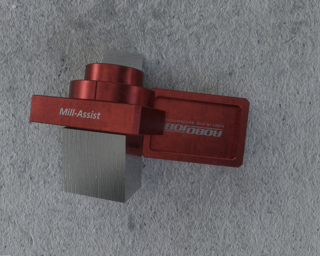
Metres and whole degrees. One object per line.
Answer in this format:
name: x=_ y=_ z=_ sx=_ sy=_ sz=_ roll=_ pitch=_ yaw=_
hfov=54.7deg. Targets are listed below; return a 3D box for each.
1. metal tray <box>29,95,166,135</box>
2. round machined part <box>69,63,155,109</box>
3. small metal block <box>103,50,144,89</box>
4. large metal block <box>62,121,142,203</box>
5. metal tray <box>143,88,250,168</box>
metal tray: x=-0.069 y=-0.014 z=0.361 sx=0.130 sy=0.090 sz=0.030 roll=7 pitch=91 yaw=18
round machined part: x=-0.054 y=-0.048 z=0.363 sx=0.099 sy=0.098 sz=0.042 roll=6 pitch=90 yaw=-1
small metal block: x=-0.049 y=-0.074 z=0.411 sx=0.050 sy=0.025 sz=0.050 roll=7 pitch=90 yaw=-1
large metal block: x=-0.069 y=0.038 z=0.379 sx=0.080 sy=0.050 sz=0.079 roll=6 pitch=103 yaw=17
metal tray: x=0.045 y=0.000 z=0.409 sx=0.131 sy=0.030 sz=0.089 roll=6 pitch=90 yaw=-1
